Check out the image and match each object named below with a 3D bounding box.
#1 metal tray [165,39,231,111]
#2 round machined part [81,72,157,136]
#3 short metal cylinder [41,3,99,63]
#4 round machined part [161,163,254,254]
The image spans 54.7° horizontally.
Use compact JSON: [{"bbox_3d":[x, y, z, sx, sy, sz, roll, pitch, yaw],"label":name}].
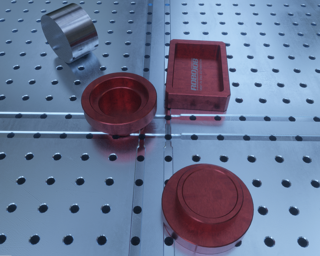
[{"bbox_3d":[0.057,-0.085,0.476,0.091,0.030,0.130,4,50,2],"label":"metal tray"},{"bbox_3d":[-0.053,-0.028,0.420,0.099,0.042,0.098,0,50,0],"label":"round machined part"},{"bbox_3d":[-0.145,-0.152,0.497,0.080,0.080,0.050,37,59,26],"label":"short metal cylinder"},{"bbox_3d":[0.051,0.078,0.331,0.099,0.042,0.098,0,50,0],"label":"round machined part"}]
